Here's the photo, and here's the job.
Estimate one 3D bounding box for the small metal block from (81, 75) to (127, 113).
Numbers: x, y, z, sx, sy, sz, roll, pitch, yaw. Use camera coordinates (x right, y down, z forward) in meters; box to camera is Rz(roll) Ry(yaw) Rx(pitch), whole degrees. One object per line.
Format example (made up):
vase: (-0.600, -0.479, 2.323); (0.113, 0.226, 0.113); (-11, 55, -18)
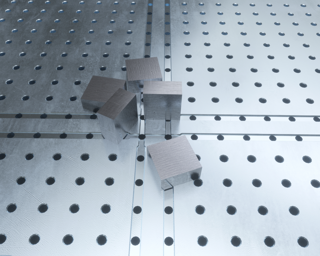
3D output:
small metal block: (-0.079, -0.047, 0.446); (0.050, 0.025, 0.050); (9, 51, 7)

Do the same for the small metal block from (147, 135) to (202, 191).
small metal block: (0.016, 0.041, 0.373); (0.050, 0.025, 0.050); (-15, 52, -13)

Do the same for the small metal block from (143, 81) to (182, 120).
small metal block: (0.003, -0.037, 0.423); (0.050, 0.050, 0.025); (1, 50, 0)

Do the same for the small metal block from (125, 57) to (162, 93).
small metal block: (-0.025, -0.082, 0.476); (0.050, 0.025, 0.050); (-7, 50, -6)

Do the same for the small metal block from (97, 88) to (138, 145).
small metal block: (-0.054, -0.015, 0.403); (0.025, 0.050, 0.050); (23, 54, 18)
